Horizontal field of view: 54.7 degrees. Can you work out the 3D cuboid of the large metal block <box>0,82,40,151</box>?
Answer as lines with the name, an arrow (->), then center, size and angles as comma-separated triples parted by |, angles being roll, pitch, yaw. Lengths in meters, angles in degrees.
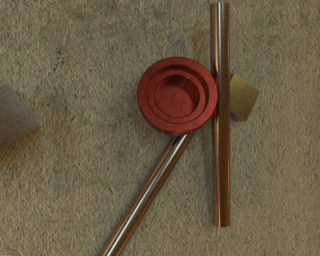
large metal block -> -0.173, 0.000, 0.316 | 0.080, 0.080, 0.050 | -35, 102, -17

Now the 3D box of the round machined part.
round machined part -> 0.021, -0.038, 0.397 | 0.099, 0.042, 0.098 | 0, 77, -1

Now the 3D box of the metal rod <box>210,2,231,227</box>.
metal rod -> 0.082, -0.010, 0.418 | 0.025, 0.025, 0.298 | -6, 101, -20

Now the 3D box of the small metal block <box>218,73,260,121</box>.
small metal block -> 0.110, -0.043, 0.451 | 0.050, 0.025, 0.050 | 30, 80, -18

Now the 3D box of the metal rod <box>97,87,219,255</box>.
metal rod -> 0.000, 0.061, 0.409 | 0.025, 0.025, 0.300 | 36, 78, -17
